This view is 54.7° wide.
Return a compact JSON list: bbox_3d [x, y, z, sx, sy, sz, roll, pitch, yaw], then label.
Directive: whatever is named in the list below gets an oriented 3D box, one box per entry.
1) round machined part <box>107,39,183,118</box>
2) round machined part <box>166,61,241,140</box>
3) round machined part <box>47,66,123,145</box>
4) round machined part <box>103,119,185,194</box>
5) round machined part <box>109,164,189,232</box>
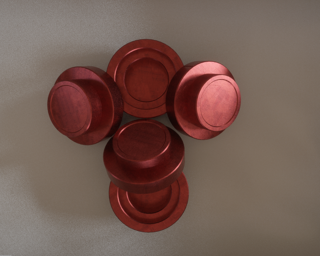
[{"bbox_3d":[-0.017,-0.061,0.400,0.099,0.042,0.097,0,90,0],"label":"round machined part"},{"bbox_3d":[0.060,-0.033,0.379,0.099,0.042,0.097,-7,104,-29],"label":"round machined part"},{"bbox_3d":[-0.098,-0.026,0.379,0.098,0.042,0.097,6,104,26],"label":"round machined part"},{"bbox_3d":[-0.020,0.026,0.372,0.099,0.098,0.042,-6,134,0],"label":"round machined part"},{"bbox_3d":[-0.013,0.080,0.401,0.099,0.042,0.097,0,90,0],"label":"round machined part"}]
